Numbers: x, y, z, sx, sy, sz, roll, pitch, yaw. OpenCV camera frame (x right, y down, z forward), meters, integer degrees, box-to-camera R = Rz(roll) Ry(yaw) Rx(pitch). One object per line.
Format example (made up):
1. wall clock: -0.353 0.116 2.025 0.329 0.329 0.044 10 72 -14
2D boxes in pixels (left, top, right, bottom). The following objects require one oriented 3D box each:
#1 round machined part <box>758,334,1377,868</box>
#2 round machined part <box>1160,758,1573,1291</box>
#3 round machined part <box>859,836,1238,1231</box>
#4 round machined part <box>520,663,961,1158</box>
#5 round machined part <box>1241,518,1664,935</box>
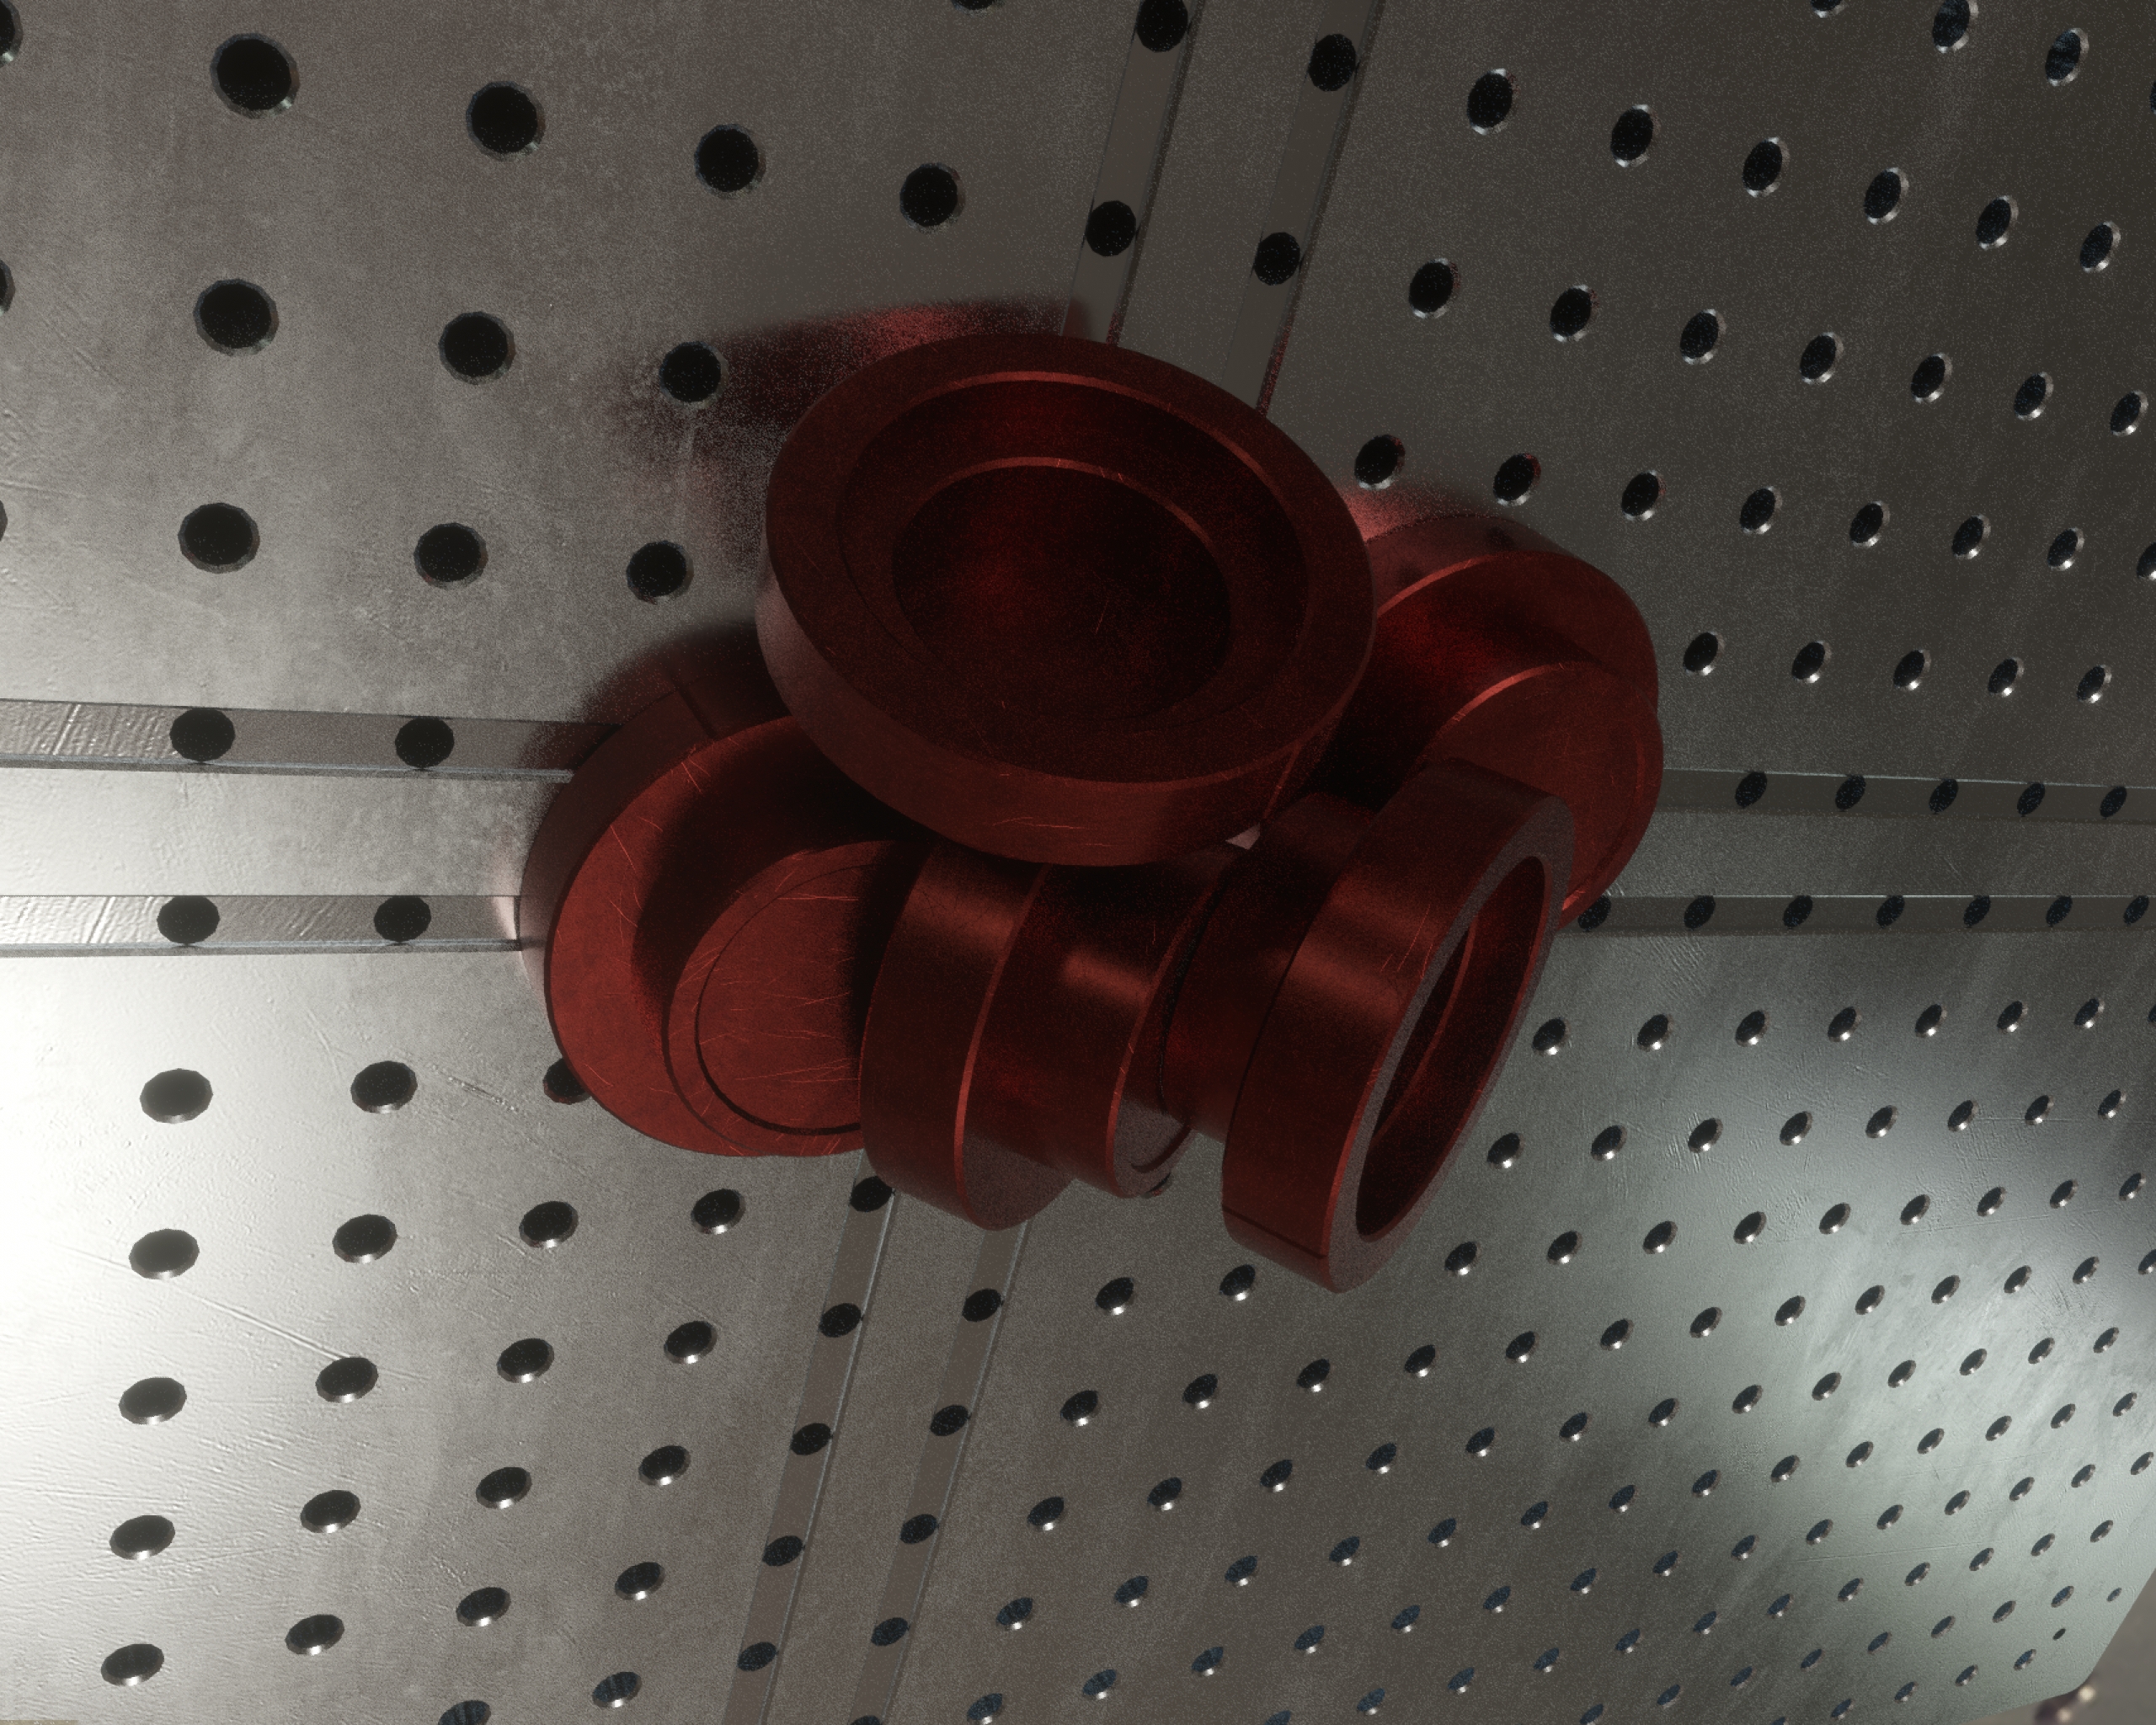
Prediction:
1. round machined part: -0.004 -0.039 0.346 0.099 0.098 0.042 -12 149 -22
2. round machined part: 0.050 0.026 0.383 0.098 0.042 0.097 -47 151 -37
3. round machined part: 0.004 0.023 0.388 0.098 0.042 0.097 -52 153 -39
4. round machined part: -0.049 0.015 0.384 0.099 0.042 0.097 -14 125 -21
5. round machined part: 0.082 -0.019 0.435 0.099 0.042 0.097 -14 125 -21
